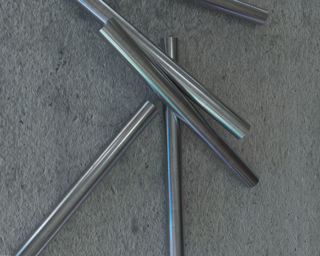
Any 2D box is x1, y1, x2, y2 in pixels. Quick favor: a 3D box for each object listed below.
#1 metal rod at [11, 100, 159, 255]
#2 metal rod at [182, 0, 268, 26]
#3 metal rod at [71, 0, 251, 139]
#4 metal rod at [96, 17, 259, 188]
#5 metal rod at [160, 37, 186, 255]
[{"bbox_3d":[-0.104,0.085,0.370,0.025,0.025,0.300,43,77,-15],"label":"metal rod"},{"bbox_3d":[0.014,-0.190,0.413,0.302,0.025,0.025,10,87,-20],"label":"metal rod"},{"bbox_3d":[-0.007,-0.088,0.383,0.300,0.025,0.025,39,78,-8],"label":"metal rod"},{"bbox_3d":[0.038,-0.017,0.397,0.300,0.025,0.025,44,76,-24],"label":"metal rod"},{"bbox_3d":[0.017,0.031,0.415,0.025,0.025,0.298,-2,91,-20],"label":"metal rod"}]
